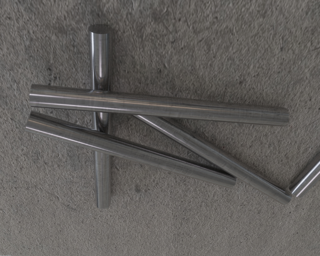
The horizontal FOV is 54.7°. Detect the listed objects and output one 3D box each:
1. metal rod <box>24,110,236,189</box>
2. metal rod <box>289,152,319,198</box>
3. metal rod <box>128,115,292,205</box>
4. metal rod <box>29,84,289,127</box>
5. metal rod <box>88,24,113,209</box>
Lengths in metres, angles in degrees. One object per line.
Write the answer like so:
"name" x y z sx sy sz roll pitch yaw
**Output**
"metal rod" -0.020 0.036 0.413 0.302 0.025 0.025 19 128 -25
"metal rod" 0.261 -0.008 0.402 0.025 0.025 0.298 13 129 -11
"metal rod" 0.085 0.043 0.444 0.301 0.025 0.025 31 124 -24
"metal rod" 0.010 -0.024 0.364 0.302 0.025 0.025 4 130 -13
"metal rod" -0.077 0.011 0.415 0.025 0.025 0.298 5 130 -4
